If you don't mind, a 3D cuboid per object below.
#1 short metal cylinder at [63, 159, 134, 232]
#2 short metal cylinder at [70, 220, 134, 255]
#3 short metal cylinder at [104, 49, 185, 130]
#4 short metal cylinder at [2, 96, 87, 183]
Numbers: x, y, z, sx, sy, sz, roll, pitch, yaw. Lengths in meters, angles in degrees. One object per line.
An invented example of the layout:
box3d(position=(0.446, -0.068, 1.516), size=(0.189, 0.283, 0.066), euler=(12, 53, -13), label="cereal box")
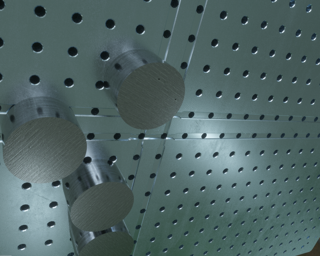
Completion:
box3d(position=(-0.081, 0.087, 0.405), size=(0.081, 0.050, 0.079), euler=(-14, 124, -21), label="short metal cylinder")
box3d(position=(-0.084, 0.162, 0.449), size=(0.081, 0.050, 0.079), euler=(-14, 124, -21), label="short metal cylinder")
box3d(position=(-0.019, -0.045, 0.357), size=(0.081, 0.050, 0.079), euler=(-14, 124, -21), label="short metal cylinder")
box3d(position=(-0.125, 0.012, 0.334), size=(0.081, 0.050, 0.079), euler=(-14, 124, -21), label="short metal cylinder")
